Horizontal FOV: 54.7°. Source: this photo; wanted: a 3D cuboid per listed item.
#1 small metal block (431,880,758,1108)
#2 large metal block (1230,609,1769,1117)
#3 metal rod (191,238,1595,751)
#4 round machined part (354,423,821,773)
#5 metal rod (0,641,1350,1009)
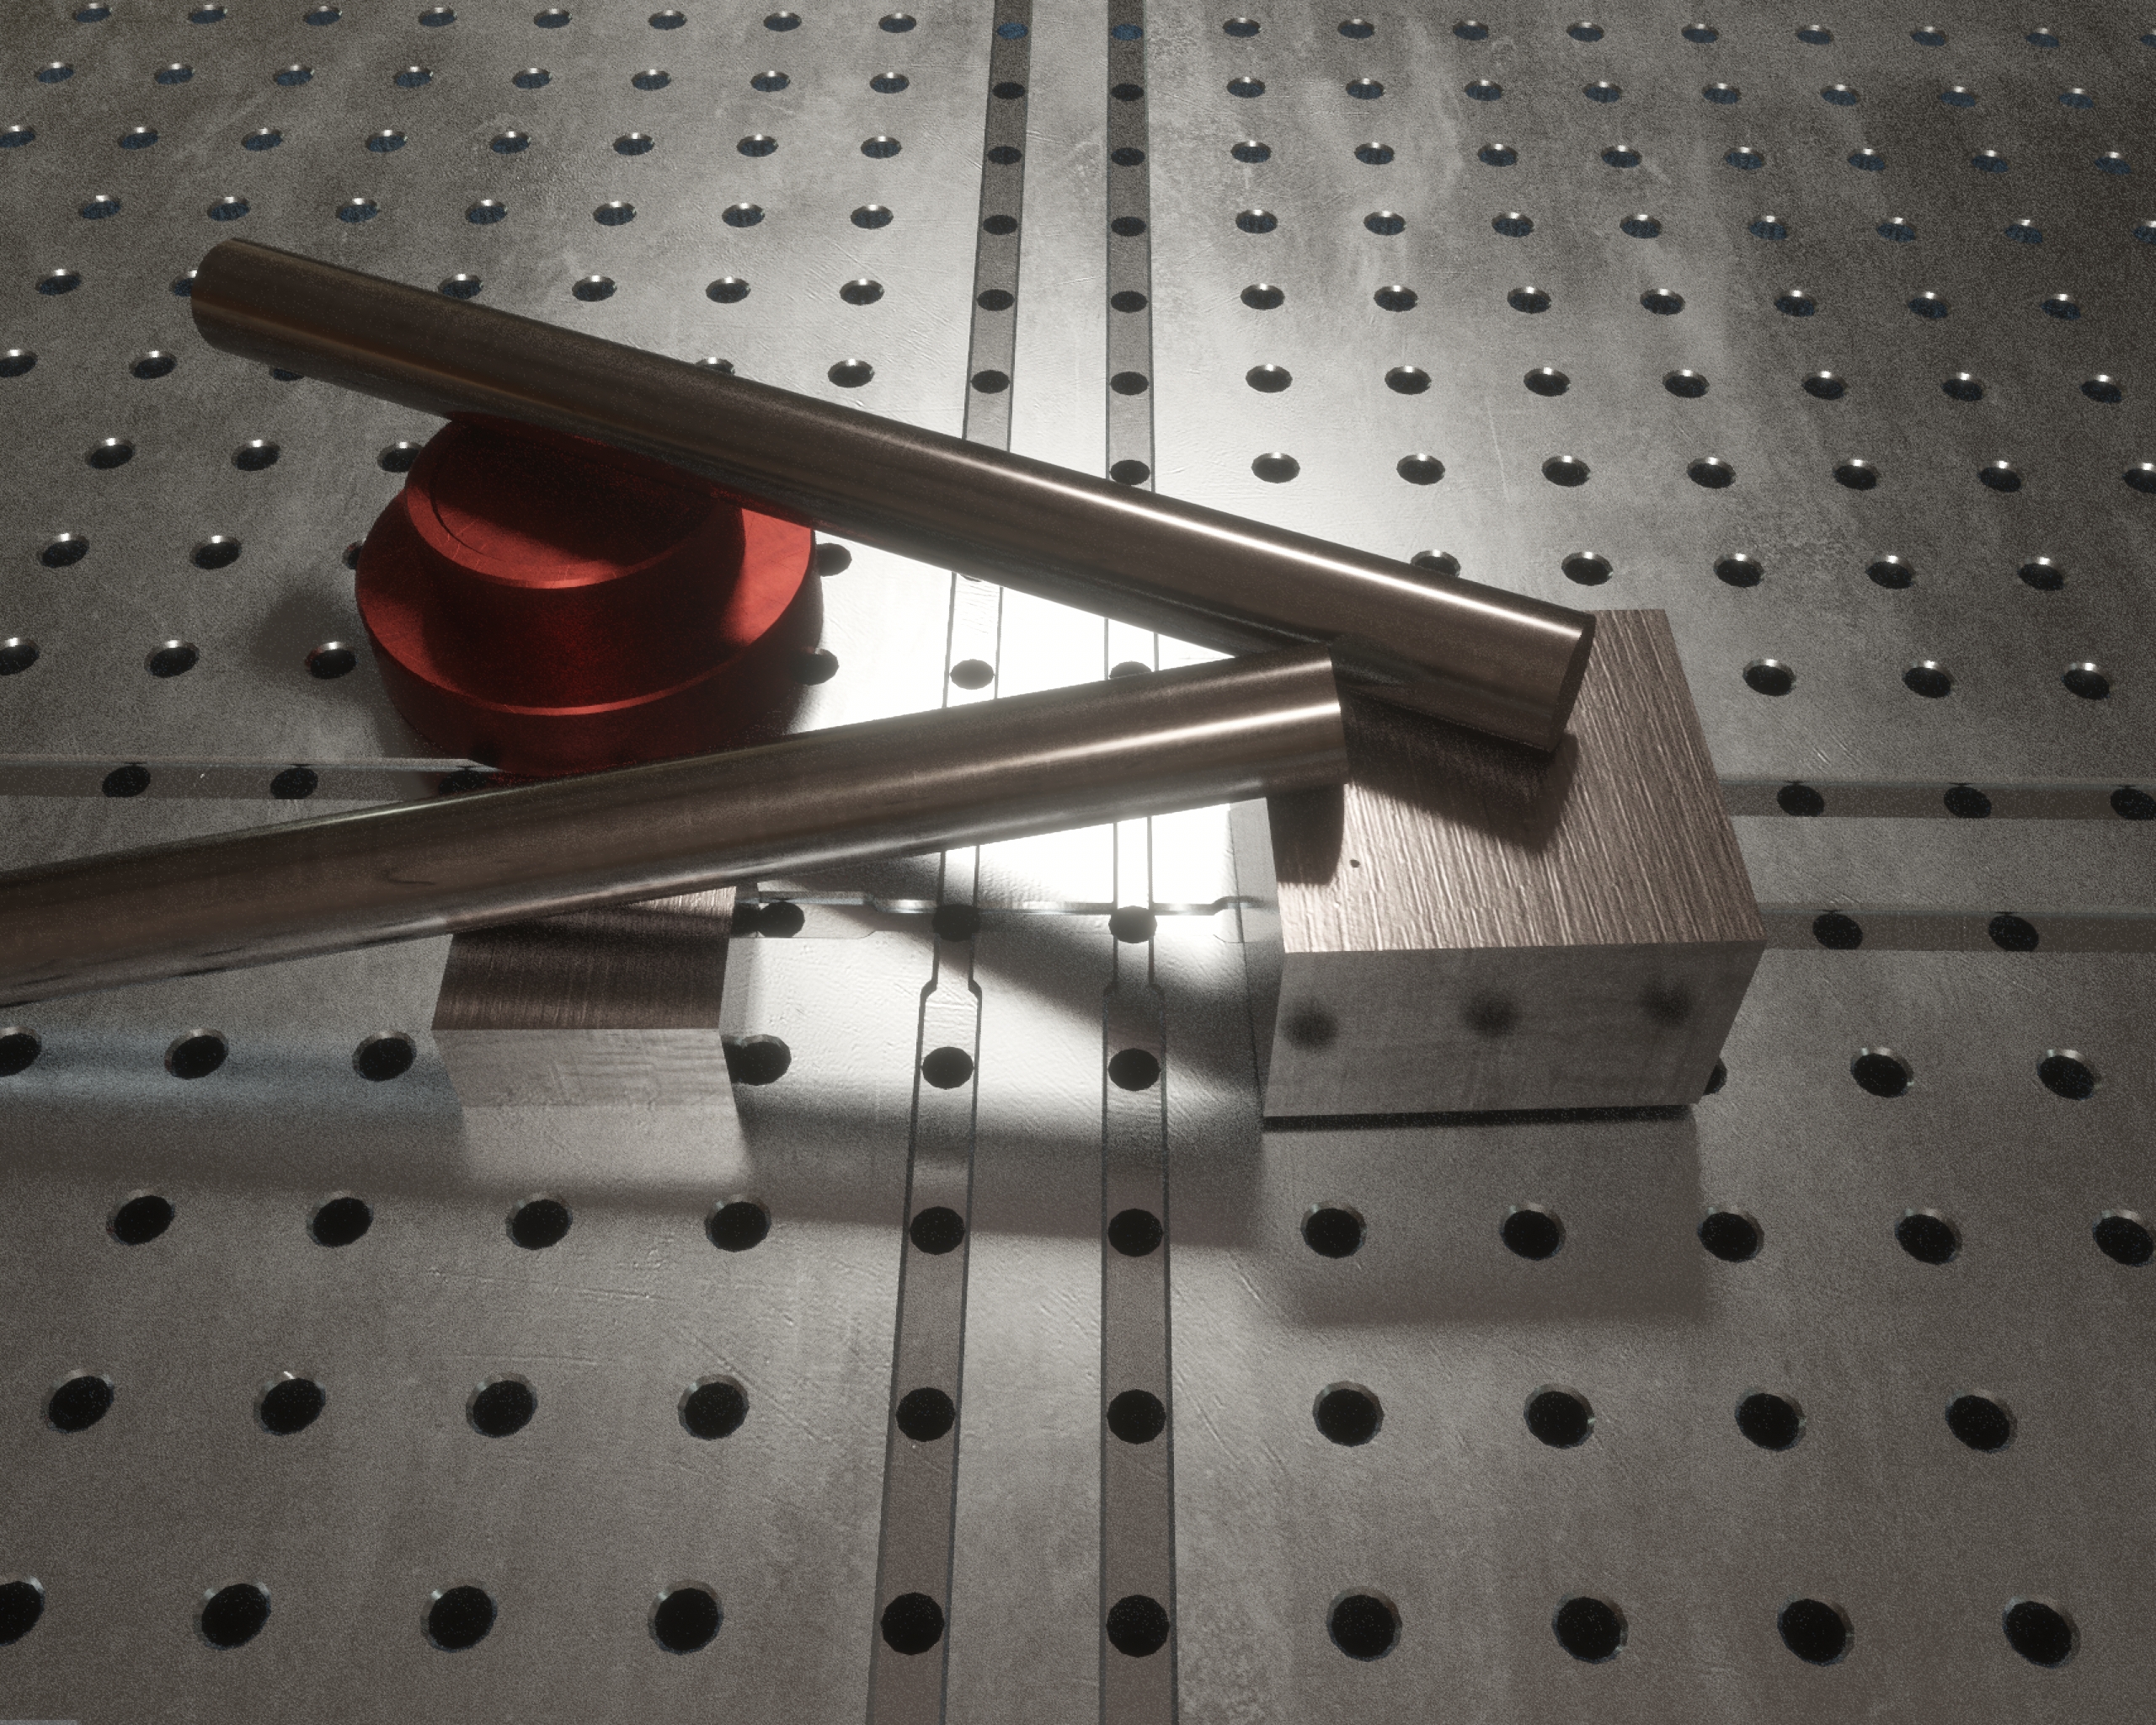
[{"bbox_3d":[-0.089,0.018,0.392,0.050,0.025,0.050,0,50,-1],"label":"small metal block"},{"bbox_3d":[0.073,-0.001,0.389,0.081,0.050,0.080,-1,50,-2],"label":"large metal block"},{"bbox_3d":[-0.049,-0.078,0.410,0.301,0.025,0.025,19,52,18],"label":"metal rod"},{"bbox_3d":[-0.107,-0.068,0.452,0.099,0.042,0.098,0,50,0],"label":"round machined part"},{"bbox_3d":[-0.104,-0.001,0.372,0.302,0.025,0.025,-9,50,5],"label":"metal rod"}]
